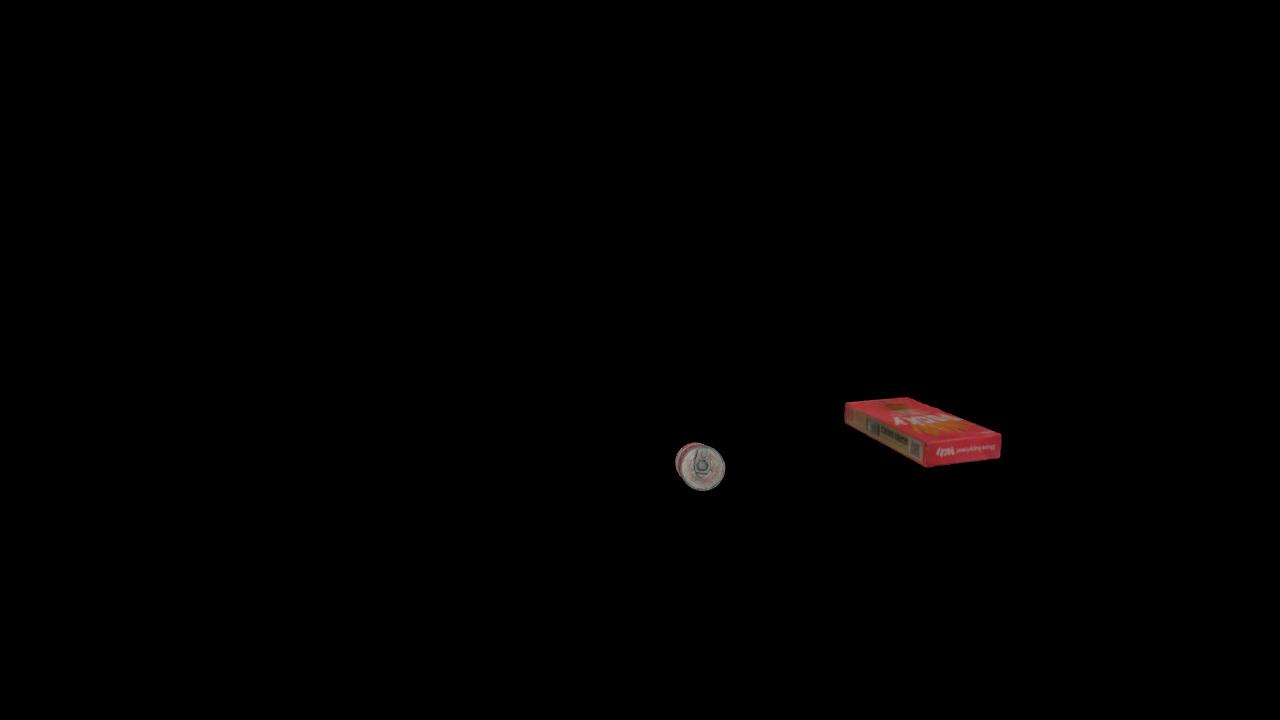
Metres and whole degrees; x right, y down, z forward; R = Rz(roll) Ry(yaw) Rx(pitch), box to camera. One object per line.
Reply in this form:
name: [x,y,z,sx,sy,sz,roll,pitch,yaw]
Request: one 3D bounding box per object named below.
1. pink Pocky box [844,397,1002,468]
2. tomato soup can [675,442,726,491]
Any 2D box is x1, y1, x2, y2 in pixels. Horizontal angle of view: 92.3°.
pink Pocky box: [0.297,0.073,0.664,0.084,0.029,0.155,-5,12,-10]
tomato soup can: [0.091,0.164,0.954,0.068,0.068,0.101,0,-5,-1]
